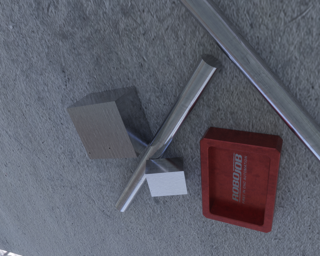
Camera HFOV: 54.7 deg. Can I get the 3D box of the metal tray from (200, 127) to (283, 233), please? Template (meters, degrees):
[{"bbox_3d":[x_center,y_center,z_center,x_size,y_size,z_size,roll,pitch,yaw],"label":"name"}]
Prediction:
[{"bbox_3d":[0.100,0.066,0.391,0.090,0.030,0.129,8,122,23],"label":"metal tray"}]

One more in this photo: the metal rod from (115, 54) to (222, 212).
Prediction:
[{"bbox_3d":[-0.004,0.029,0.424,0.025,0.025,0.298,34,129,5],"label":"metal rod"}]

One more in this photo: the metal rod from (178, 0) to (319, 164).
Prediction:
[{"bbox_3d":[0.114,-0.042,0.320,0.300,0.025,0.025,47,129,-6],"label":"metal rod"}]

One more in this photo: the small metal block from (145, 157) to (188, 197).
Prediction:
[{"bbox_3d":[0.010,0.068,0.425,0.050,0.025,0.050,-6,132,7],"label":"small metal block"}]

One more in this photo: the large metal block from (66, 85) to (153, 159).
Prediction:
[{"bbox_3d":[-0.066,-0.006,0.420,0.080,0.050,0.080,-5,116,30],"label":"large metal block"}]
